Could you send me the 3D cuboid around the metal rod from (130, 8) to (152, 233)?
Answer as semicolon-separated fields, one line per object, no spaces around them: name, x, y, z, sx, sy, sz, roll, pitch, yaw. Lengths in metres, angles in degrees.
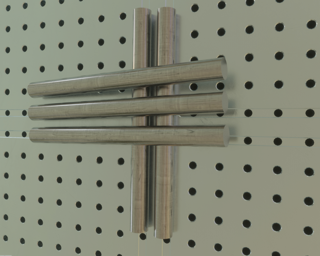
metal rod;-0.026;-0.010;0.421;0.025;0.025;0.298;1;90;19

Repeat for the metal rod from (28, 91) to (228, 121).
metal rod;-0.061;-0.026;0.411;0.300;0.025;0.025;-1;90;27

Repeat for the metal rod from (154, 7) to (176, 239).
metal rod;0.007;-0.006;0.410;0.025;0.025;0.298;1;90;19

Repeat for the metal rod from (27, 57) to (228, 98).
metal rod;-0.062;-0.062;0.411;0.300;0.025;0.025;-2;90;27

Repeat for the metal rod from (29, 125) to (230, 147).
metal rod;-0.060;0.010;0.410;0.300;0.025;0.025;0;90;28
